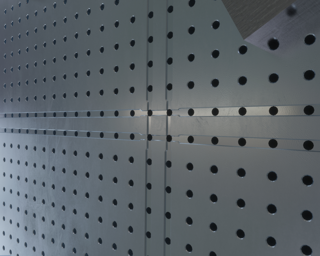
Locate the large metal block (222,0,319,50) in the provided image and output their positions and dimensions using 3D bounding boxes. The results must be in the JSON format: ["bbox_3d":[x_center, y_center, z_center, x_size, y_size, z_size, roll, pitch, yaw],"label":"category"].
[{"bbox_3d":[0.109,-0.138,0.303,0.080,0.050,0.080,-35,69,34],"label":"large metal block"}]
